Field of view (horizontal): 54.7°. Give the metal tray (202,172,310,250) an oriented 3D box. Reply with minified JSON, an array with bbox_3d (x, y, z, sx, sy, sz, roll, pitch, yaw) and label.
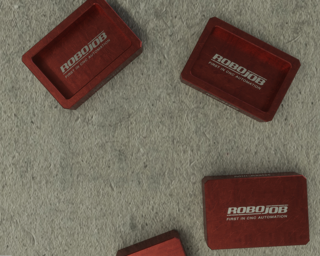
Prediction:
[{"bbox_3d":[0.124,0.107,0.408,0.131,0.030,0.089,-3,90,0],"label":"metal tray"}]

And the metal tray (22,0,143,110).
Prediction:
[{"bbox_3d":[-0.099,-0.097,0.406,0.130,0.030,0.090,-41,90,0],"label":"metal tray"}]

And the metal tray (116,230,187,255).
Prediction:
[{"bbox_3d":[0.004,0.213,0.408,0.090,0.030,0.129,-21,90,0],"label":"metal tray"}]

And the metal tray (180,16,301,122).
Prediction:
[{"bbox_3d":[0.103,-0.075,0.407,0.130,0.030,0.090,27,90,0],"label":"metal tray"}]
